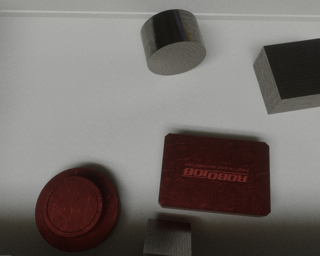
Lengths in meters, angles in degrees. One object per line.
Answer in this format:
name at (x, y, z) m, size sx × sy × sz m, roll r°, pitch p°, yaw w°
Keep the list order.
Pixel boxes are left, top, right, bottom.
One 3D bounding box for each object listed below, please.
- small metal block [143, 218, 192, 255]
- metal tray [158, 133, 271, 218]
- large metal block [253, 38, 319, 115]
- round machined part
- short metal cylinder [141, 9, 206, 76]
small metal block at (0.008, 0.131, 0.347) m, size 0.050 × 0.025 × 0.050 m, roll 6°, pitch 27°, yaw 2°
metal tray at (0.067, 0.059, 0.386) m, size 0.131 × 0.030 × 0.090 m, roll 5°, pitch 70°, yaw 1°
large metal block at (0.184, -0.070, 0.424) m, size 0.081 × 0.050 × 0.080 m, roll -9°, pitch 70°, yaw -4°
round machined part at (-0.098, 0.094, 0.365) m, size 0.099 × 0.042 × 0.098 m, roll 0°, pitch 70°, yaw -1°
short metal cylinder at (0.018, -0.114, 0.422) m, size 0.081 × 0.080 × 0.050 m, roll -11°, pitch 71°, yaw -4°
